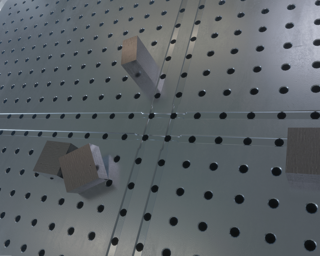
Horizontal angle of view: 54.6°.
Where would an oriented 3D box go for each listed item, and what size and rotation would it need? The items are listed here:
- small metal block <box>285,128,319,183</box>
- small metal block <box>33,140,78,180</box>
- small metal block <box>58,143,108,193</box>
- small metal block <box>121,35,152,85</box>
[{"bbox_3d":[0.155,0.027,0.310,0.050,0.025,0.050,0,62,28],"label":"small metal block"},{"bbox_3d":[-0.152,0.048,0.460,0.050,0.025,0.050,4,63,30],"label":"small metal block"},{"bbox_3d":[-0.105,0.056,0.422,0.050,0.025,0.050,-26,69,12],"label":"small metal block"},{"bbox_3d":[-0.035,-0.103,0.475,0.025,0.050,0.050,-14,56,21],"label":"small metal block"}]
